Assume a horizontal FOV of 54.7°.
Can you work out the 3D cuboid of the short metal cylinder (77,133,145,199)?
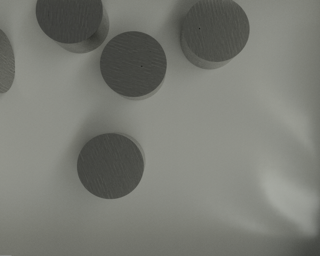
[{"bbox_3d":[-0.060,0.046,0.398,0.081,0.050,0.079,0,90,-1],"label":"short metal cylinder"}]

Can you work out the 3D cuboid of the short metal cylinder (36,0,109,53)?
[{"bbox_3d":[-0.109,-0.141,0.397,0.081,0.050,0.079,0,90,-1],"label":"short metal cylinder"}]

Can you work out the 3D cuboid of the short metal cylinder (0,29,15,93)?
[{"bbox_3d":[-0.222,-0.083,0.381,0.050,0.080,0.079,-1,90,0],"label":"short metal cylinder"}]

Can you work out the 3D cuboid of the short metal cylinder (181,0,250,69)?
[{"bbox_3d":[0.068,-0.120,0.400,0.081,0.050,0.079,0,90,-1],"label":"short metal cylinder"}]

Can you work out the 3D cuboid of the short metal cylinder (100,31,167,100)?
[{"bbox_3d":[-0.032,-0.077,0.398,0.081,0.050,0.079,0,90,-1],"label":"short metal cylinder"}]
